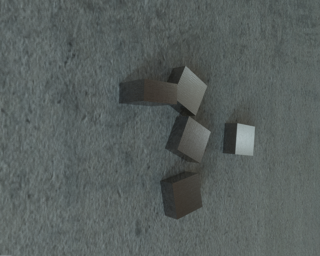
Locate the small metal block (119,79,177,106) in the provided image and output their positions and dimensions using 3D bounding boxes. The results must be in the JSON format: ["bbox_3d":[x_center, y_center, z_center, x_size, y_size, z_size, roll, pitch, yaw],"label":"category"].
[{"bbox_3d":[-0.015,-0.042,0.378,0.050,0.050,0.025,2,89,-40],"label":"small metal block"}]

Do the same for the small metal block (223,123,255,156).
[{"bbox_3d":[0.133,0.020,0.519,0.050,0.025,0.050,8,85,-40],"label":"small metal block"}]

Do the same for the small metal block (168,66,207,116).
[{"bbox_3d":[0.034,-0.051,0.436,0.050,0.025,0.050,36,68,-35],"label":"small metal block"}]

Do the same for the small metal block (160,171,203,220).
[{"bbox_3d":[0.030,0.092,0.433,0.050,0.025,0.050,-14,99,-39],"label":"small metal block"}]

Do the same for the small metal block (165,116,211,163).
[{"bbox_3d":[0.041,0.017,0.441,0.050,0.025,0.050,33,70,-36],"label":"small metal block"}]
